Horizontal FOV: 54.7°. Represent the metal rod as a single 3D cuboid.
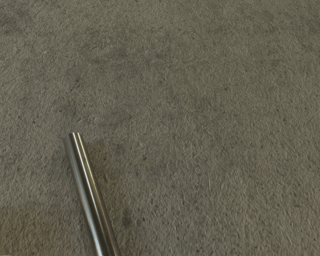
[{"bbox_3d":[-0.052,0.120,0.301,0.025,0.025,0.300,-18,52,-14],"label":"metal rod"}]
